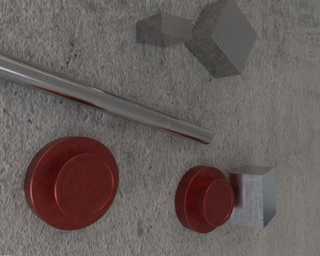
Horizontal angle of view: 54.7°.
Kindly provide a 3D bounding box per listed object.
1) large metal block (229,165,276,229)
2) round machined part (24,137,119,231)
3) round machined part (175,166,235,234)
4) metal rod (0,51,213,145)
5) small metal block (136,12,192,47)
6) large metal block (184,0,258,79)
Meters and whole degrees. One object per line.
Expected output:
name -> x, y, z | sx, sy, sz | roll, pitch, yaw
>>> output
large metal block -> 0.153, 0.108, 0.503 | 0.080, 0.050, 0.079 | -5, 94, -57
round machined part -> -0.084, 0.058, 0.323 | 0.099, 0.042, 0.097 | 0, 90, -40
round machined part -> 0.072, 0.106, 0.454 | 0.099, 0.042, 0.097 | 0, 90, -40
metal rod -> -0.042, -0.023, 0.369 | 0.302, 0.025, 0.025 | 18, 79, -39
small metal block -> 0.005, -0.123, 0.392 | 0.050, 0.050, 0.025 | -2, 92, -40
large metal block -> 0.094, -0.134, 0.467 | 0.080, 0.050, 0.080 | 40, 66, -33
